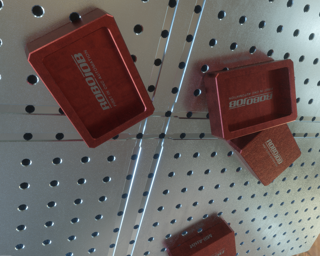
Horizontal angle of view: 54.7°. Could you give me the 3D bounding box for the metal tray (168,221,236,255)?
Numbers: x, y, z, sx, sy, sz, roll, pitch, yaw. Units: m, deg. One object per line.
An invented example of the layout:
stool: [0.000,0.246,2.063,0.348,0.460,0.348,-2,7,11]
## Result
metal tray: [0.087,0.249,0.612,0.131,0.030,0.089,-24,128,-14]

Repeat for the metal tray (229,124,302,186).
metal tray: [0.185,0.036,0.534,0.090,0.030,0.130,-43,130,1]

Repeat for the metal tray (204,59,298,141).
metal tray: [0.130,-0.042,0.435,0.131,0.030,0.089,-14,103,-21]

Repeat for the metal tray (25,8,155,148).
metal tray: [-0.070,-0.049,0.340,0.090,0.030,0.130,-31,129,-9]
